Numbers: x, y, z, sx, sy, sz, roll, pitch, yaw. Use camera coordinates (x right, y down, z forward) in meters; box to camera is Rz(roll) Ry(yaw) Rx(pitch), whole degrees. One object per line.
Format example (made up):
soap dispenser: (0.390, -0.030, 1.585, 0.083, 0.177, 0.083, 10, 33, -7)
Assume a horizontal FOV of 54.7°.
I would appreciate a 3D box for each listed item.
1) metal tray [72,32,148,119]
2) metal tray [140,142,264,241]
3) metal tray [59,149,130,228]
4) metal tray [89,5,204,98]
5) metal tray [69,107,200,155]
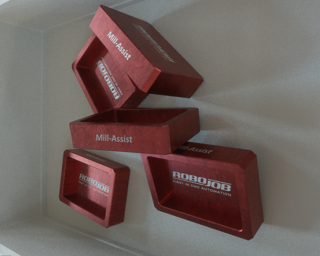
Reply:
metal tray: (-0.079, -0.076, 0.468, 0.090, 0.030, 0.130, -44, 64, 31)
metal tray: (0.043, 0.063, 0.345, 0.130, 0.030, 0.089, 6, 118, 39)
metal tray: (-0.108, 0.091, 0.492, 0.130, 0.030, 0.089, 13, 99, 39)
metal tray: (-0.017, -0.092, 0.378, 0.130, 0.091, 0.030, 52, 121, 27)
metal tray: (-0.029, -0.001, 0.369, 0.130, 0.091, 0.030, 2, 106, 28)
